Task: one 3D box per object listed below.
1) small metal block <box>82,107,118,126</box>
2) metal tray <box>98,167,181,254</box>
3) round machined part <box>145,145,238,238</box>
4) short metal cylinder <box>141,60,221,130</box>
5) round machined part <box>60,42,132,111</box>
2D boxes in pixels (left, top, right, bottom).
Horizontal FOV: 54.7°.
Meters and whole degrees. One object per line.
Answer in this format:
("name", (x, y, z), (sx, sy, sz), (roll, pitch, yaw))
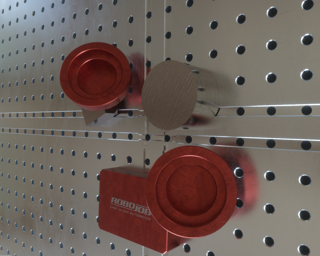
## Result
("small metal block", (-0.098, -0.035, 0.487), (0.050, 0.025, 0.050), (-29, 72, 36))
("metal tray", (-0.031, 0.108, 0.430), (0.130, 0.030, 0.089), (4, 92, 39))
("round machined part", (0.036, 0.069, 0.350), (0.098, 0.042, 0.097), (-1, 85, 9))
("short metal cylinder", (0.024, -0.037, 0.371), (0.080, 0.050, 0.079), (0, 90, 39))
("round machined part", (-0.089, -0.070, 0.448), (0.099, 0.042, 0.098), (0, 75, 1))
